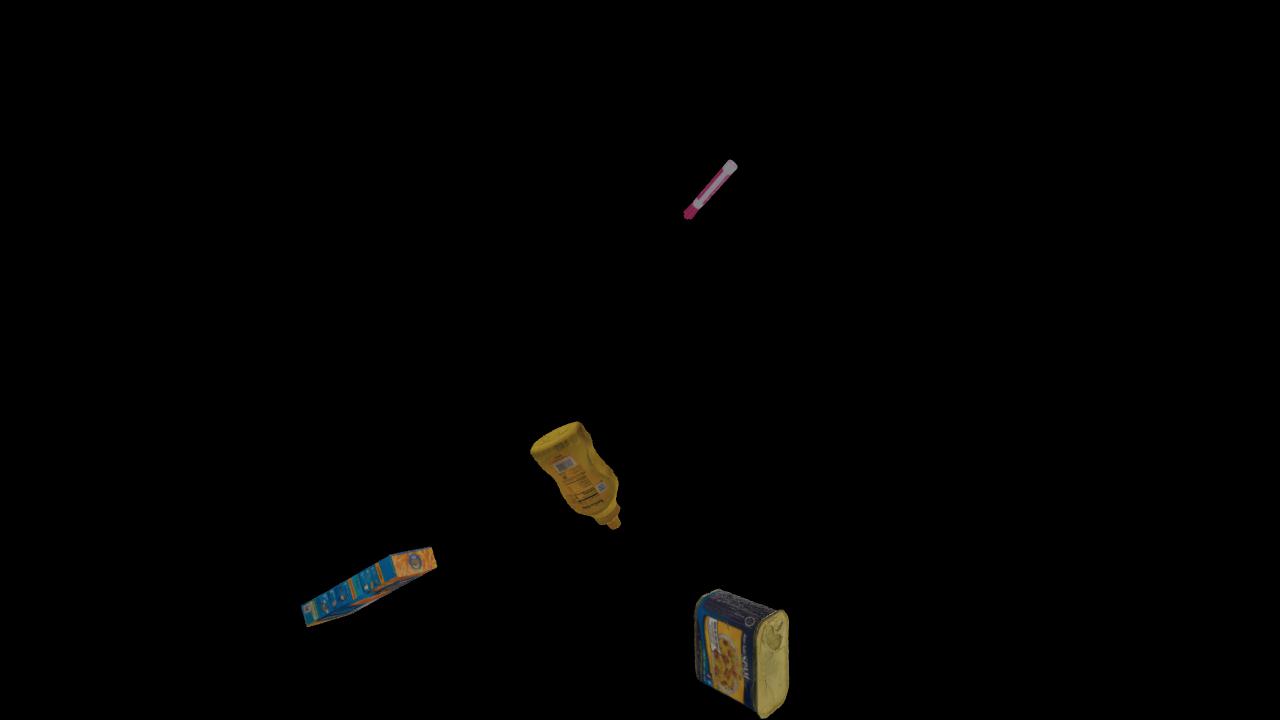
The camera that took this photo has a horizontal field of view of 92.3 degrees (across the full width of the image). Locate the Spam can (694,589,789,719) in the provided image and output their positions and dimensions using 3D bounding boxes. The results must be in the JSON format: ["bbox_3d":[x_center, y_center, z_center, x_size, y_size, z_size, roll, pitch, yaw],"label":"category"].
[{"bbox_3d":[0.105,0.303,0.645,0.058,0.101,0.085,-4,5,-44],"label":"Spam can"}]

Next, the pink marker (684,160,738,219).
[{"bbox_3d":[0.109,-0.268,0.979,0.020,0.020,0.121,0,-32,-42],"label":"pink marker"}]

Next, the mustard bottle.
[{"bbox_3d":[-0.083,0.187,0.941,0.092,0.184,0.054,-28,16,12],"label":"mustard bottle"}]

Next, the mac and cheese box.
[{"bbox_3d":[-0.416,0.348,0.949,0.184,0.041,0.093,-31,-19,14],"label":"mac and cheese box"}]
